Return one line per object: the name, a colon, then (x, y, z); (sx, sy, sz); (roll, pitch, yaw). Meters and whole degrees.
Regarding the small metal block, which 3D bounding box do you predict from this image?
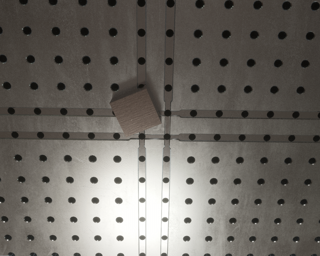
small metal block: (-0.031, -0.023, 0.405); (0.050, 0.025, 0.050); (-21, 109, 7)
